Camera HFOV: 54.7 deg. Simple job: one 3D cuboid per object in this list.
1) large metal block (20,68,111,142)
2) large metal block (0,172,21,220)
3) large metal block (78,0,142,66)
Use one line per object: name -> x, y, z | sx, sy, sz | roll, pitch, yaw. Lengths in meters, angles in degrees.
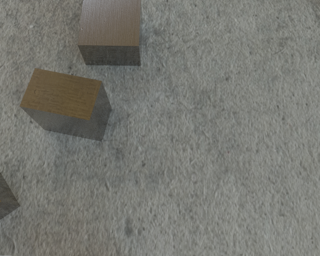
large metal block -> -0.111, -0.026, 0.387 | 0.080, 0.080, 0.050 | 11, 71, 4
large metal block -> -0.229, 0.081, 0.362 | 0.080, 0.050, 0.080 | -35, 74, -12
large metal block -> -0.068, -0.137, 0.444 | 0.081, 0.050, 0.080 | 1, 70, 0
